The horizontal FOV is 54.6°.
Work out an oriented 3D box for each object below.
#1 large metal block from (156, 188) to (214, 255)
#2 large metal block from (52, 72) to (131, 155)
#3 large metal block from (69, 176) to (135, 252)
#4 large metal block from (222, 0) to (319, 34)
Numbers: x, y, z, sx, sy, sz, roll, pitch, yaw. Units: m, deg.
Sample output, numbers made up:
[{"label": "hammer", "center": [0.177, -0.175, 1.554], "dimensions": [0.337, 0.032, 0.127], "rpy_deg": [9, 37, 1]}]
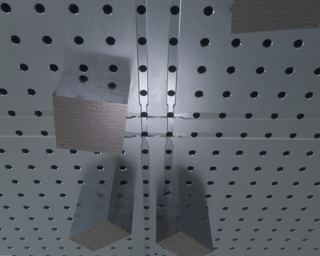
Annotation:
[{"label": "large metal block", "center": [0.039, 0.160, 0.511], "dimensions": [0.050, 0.080, 0.080], "rpy_deg": [-35, 122, 26]}, {"label": "large metal block", "center": [-0.082, -0.017, 0.380], "dimensions": [0.080, 0.050, 0.079], "rpy_deg": [7, 130, -6]}, {"label": "large metal block", "center": [-0.089, 0.136, 0.490], "dimensions": [0.080, 0.080, 0.050], "rpy_deg": [-31, 124, 23]}, {"label": "large metal block", "center": [0.103, -0.136, 0.280], "dimensions": [0.080, 0.050, 0.080], "rpy_deg": [-3, 130, 3]}]
